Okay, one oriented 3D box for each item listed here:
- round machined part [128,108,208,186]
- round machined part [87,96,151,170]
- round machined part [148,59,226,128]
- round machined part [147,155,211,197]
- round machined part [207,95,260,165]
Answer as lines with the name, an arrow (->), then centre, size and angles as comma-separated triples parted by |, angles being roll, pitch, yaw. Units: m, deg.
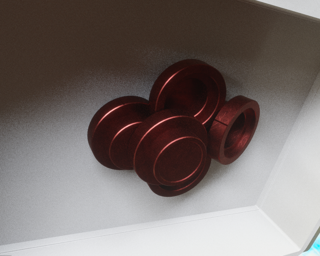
round machined part -> 0.015, 0.029, 0.367 | 0.099, 0.042, 0.097 | -14, 125, -21
round machined part -> -0.036, 0.013, 0.383 | 0.099, 0.042, 0.097 | -14, 125, -21
round machined part -> 0.030, -0.040, 0.389 | 0.099, 0.042, 0.097 | -14, 125, -21
round machined part -> 0.020, 0.046, 0.436 | 0.099, 0.042, 0.097 | -14, 125, -21
round machined part -> 0.095, -0.001, 0.435 | 0.099, 0.042, 0.097 | -30, 135, -35
